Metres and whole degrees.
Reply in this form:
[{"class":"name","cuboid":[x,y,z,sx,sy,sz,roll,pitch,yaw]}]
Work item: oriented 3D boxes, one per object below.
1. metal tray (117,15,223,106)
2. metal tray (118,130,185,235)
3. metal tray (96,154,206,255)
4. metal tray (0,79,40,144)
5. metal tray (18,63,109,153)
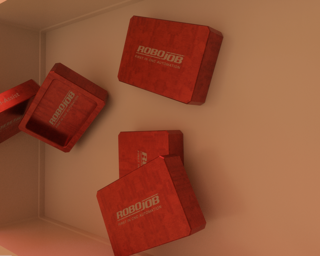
[{"class":"metal tray","cuboid":[0.007,-0.089,0.396,0.130,0.030,0.089,23,105,37]},{"class":"metal tray","cuboid":[-0.013,0.068,0.412,0.090,0.030,0.129,-2,88,39]},{"class":"metal tray","cuboid":[-0.017,0.097,0.376,0.130,0.030,0.090,-33,70,34]},{"class":"metal tray","cuboid":[-0.252,-0.017,0.500,0.030,0.131,0.089,42,137,6]},{"class":"metal tray","cuboid":[-0.153,-0.027,0.489,0.129,0.090,0.030,-47,23,29]}]
